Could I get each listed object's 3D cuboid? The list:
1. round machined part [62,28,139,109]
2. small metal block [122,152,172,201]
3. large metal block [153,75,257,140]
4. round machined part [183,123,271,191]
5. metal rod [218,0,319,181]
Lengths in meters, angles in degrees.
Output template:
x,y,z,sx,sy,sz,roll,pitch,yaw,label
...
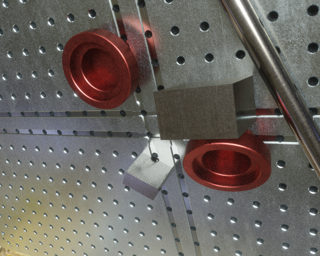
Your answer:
x,y,z,sx,sy,sz,roll,pitch,yaw,label
-0.070,-0.076,0.390,0.098,0.042,0.097,13,124,21,round machined part
-0.018,0.069,0.447,0.050,0.050,0.025,27,128,11,small metal block
0.051,-0.023,0.328,0.080,0.080,0.050,-2,102,29,large metal block
0.079,0.032,0.365,0.098,0.042,0.097,9,141,7,round machined part
0.108,-0.068,0.312,0.025,0.025,0.299,-25,105,37,metal rod
